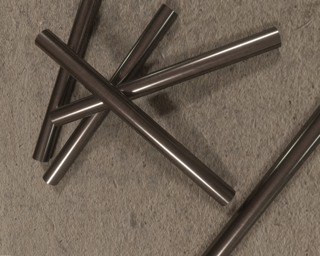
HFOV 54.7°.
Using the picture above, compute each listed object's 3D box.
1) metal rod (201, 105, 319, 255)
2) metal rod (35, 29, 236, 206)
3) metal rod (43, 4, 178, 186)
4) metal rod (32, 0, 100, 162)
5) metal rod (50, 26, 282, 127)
[{"bbox_3d":[0.121,0.081,0.366,0.025,0.025,0.299,37,101,16],"label":"metal rod"},{"bbox_3d":[-0.029,-0.012,0.378,0.300,0.025,0.025,41,103,-1],"label":"metal rod"},{"bbox_3d":[-0.075,-0.038,0.434,0.025,0.025,0.299,41,102,15],"label":"metal rod"},{"bbox_3d":[-0.132,-0.093,0.453,0.025,0.025,0.298,22,97,18],"label":"metal rod"},{"bbox_3d":[-0.003,-0.060,0.391,0.301,0.025,0.025,-18,84,12],"label":"metal rod"}]
